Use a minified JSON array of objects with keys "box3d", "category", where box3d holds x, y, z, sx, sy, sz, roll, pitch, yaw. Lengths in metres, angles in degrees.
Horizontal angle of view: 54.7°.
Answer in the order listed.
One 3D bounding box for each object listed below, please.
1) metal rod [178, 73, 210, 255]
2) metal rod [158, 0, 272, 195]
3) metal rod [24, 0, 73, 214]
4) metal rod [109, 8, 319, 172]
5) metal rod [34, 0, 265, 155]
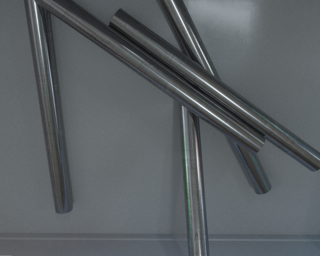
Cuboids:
[{"box3d":[0.042,0.082,0.376,0.025,0.025,0.298,-4,85,1],"category":"metal rod"},{"box3d":[0.077,-0.036,0.399,0.025,0.025,0.299,-27,108,9],"category":"metal rod"},{"box3d":[-0.141,-0.021,0.401,0.025,0.025,0.298,-1,110,0],"category":"metal rod"},{"box3d":[0.073,-0.040,0.368,0.301,0.025,0.025,34,106,-7],"category":"metal rod"},{"box3d":[-0.005,-0.063,0.354,0.301,0.025,0.025,34,106,-7],"category":"metal rod"}]
